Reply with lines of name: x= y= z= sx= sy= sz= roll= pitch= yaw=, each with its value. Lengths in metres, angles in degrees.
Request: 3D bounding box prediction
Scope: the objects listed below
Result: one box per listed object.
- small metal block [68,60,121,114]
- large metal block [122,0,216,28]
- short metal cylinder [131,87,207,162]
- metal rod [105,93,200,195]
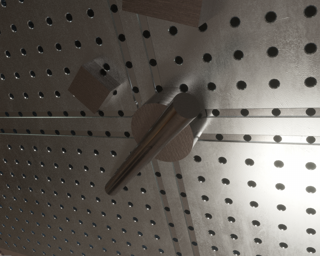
small metal block: x=-0.090 y=-0.055 z=0.423 sx=0.050 sy=0.025 sz=0.050 roll=42 pitch=129 yaw=-2
large metal block: x=0.013 y=-0.150 z=0.295 sx=0.080 sy=0.050 sz=0.079 roll=19 pitch=126 yaw=16
short metal cylinder: x=0.012 y=-0.005 z=0.385 sx=0.080 sy=0.050 sz=0.079 roll=13 pitch=124 yaw=20
metal rod: x=-0.028 y=0.041 z=0.388 sx=0.025 sy=0.025 sz=0.299 roll=40 pitch=148 yaw=0
